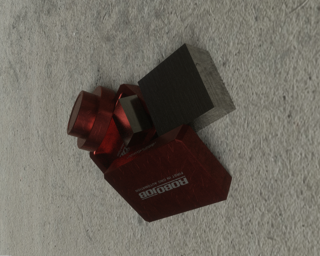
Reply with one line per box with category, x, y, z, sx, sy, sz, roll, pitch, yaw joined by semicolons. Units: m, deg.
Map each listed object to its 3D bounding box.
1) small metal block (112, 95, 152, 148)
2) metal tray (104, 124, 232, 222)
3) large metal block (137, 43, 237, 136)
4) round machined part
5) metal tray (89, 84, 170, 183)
small metal block;-0.038;-0.008;0.408;0.050;0.025;0.050;65;153;17
metal tray;0.006;0.059;0.368;0.130;0.030;0.090;-29;109;37
large metal block;0.030;-0.039;0.366;0.080;0.050;0.080;-33;70;35
round machined part;-0.105;-0.017;0.455;0.097;0.042;0.098;-45;34;45
metal tray;-0.044;0.015;0.438;0.090;0.030;0.129;42;115;31
